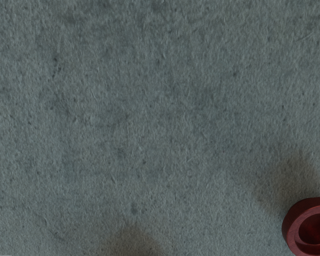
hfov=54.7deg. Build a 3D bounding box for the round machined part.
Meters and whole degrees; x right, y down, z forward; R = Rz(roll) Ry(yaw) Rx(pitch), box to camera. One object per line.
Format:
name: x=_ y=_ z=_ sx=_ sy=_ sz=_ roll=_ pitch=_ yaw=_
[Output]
round machined part: x=0.229 y=0.143 z=0.457 sx=0.099 sy=0.042 sz=0.097 roll=0 pitch=110 yaw=-1
